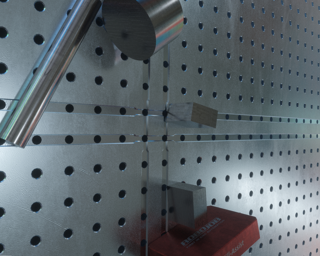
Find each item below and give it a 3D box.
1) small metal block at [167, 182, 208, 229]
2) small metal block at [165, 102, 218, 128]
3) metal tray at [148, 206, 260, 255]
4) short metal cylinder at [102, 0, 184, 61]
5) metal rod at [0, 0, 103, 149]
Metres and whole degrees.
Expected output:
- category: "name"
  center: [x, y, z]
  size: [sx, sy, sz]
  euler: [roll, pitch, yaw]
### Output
- category: "small metal block"
  center: [0.037, 0.105, 0.427]
  size: [0.025, 0.050, 0.050]
  euler: [-7, 94, -40]
- category: "small metal block"
  center: [0.044, -0.017, 0.432]
  size: [0.050, 0.050, 0.025]
  euler: [14, 81, -40]
- category: "metal tray"
  center: [0.062, 0.154, 0.421]
  size: [0.131, 0.090, 0.030]
  euler: [-20, 103, -39]
- category: "short metal cylinder"
  center: [-0.020, -0.126, 0.358]
  size: [0.050, 0.080, 0.080]
  euler: [-44, 117, -31]
- category: "metal rod"
  center: [-0.087, -0.118, 0.337]
  size: [0.025, 0.025, 0.299]
  euler: [35, 69, -35]
